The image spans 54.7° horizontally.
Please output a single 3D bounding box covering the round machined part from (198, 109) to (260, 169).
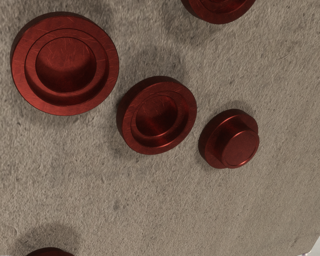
[{"bbox_3d":[0.112,0.023,0.474,0.099,0.042,0.097,-14,125,-21],"label":"round machined part"}]

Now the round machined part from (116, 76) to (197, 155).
[{"bbox_3d":[-0.007,-0.019,0.382,0.099,0.042,0.097,-14,124,-21],"label":"round machined part"}]

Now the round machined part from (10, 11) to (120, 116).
[{"bbox_3d":[-0.094,-0.064,0.306,0.099,0.042,0.097,-14,125,-21],"label":"round machined part"}]

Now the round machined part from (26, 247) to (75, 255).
[{"bbox_3d":[-0.163,0.209,0.437,0.099,0.042,0.097,-14,125,-21],"label":"round machined part"}]

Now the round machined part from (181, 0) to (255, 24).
[{"bbox_3d":[0.060,-0.165,0.328,0.099,0.042,0.097,-14,125,-21],"label":"round machined part"}]
